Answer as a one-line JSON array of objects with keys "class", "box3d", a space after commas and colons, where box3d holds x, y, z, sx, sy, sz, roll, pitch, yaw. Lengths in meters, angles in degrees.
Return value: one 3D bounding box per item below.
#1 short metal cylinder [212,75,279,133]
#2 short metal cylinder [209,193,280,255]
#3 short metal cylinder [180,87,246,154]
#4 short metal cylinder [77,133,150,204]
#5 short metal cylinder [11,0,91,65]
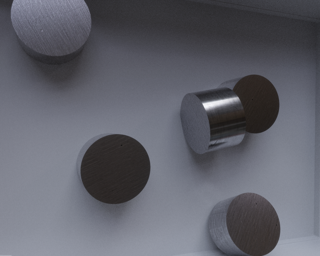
[{"class": "short metal cylinder", "box3d": [0.120, -0.033, 0.441, 0.081, 0.050, 0.080, 0, 90, -20]}, {"class": "short metal cylinder", "box3d": [0.115, 0.133, 0.426, 0.081, 0.050, 0.080, 7, 66, -16]}, {"class": "short metal cylinder", "box3d": [0.067, -0.010, 0.406, 0.050, 0.080, 0.080, -12, 94, -19]}, {"class": "short metal cylinder", "box3d": [-0.058, 0.047, 0.376, 0.081, 0.050, 0.080, 0, 90, -20]}, {"class": "short metal cylinder", "box3d": [-0.122, -0.116, 0.352, 0.081, 0.050, 0.080, 0, 90, -20]}]
